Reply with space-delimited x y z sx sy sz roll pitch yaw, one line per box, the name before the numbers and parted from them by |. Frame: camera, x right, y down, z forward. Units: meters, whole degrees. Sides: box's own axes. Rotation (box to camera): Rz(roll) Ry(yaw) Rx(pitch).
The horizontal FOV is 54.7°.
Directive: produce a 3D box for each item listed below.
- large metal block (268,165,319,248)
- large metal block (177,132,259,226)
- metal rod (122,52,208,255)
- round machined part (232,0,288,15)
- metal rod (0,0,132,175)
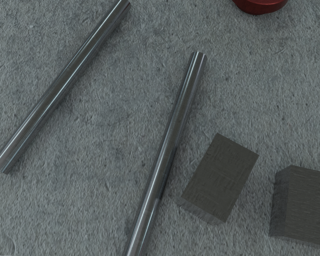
large metal block | 0.180 0.096 0.362 0.080 0.050 0.080 13 70 4
large metal block | 0.063 0.062 0.357 0.050 0.080 0.080 29 73 10
metal rod | 0.009 0.031 0.396 0.025 0.025 0.299 17 71 6
round machined part | 0.152 -0.216 0.480 0.099 0.042 0.098 0 70 -1
metal rod | -0.128 -0.070 0.432 0.025 0.025 0.300 28 72 9
